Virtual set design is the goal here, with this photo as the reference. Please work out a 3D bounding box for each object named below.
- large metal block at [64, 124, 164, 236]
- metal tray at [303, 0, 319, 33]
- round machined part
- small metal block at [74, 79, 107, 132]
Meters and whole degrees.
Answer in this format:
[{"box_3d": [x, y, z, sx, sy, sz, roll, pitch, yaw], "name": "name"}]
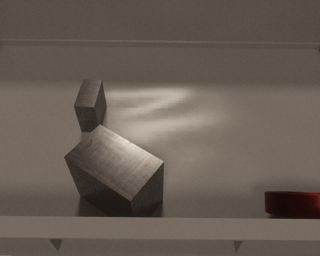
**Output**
[{"box_3d": [-0.044, 0.055, 0.323, 0.080, 0.080, 0.050, 28, 56, 21], "name": "large metal block"}, {"box_3d": [0.350, -0.198, 0.575, 0.130, 0.030, 0.090, 30, 56, 22], "name": "metal tray"}, {"box_3d": [0.153, 0.084, 0.298, 0.099, 0.098, 0.042, 2, 80, 1], "name": "round machined part"}, {"box_3d": [-0.091, -0.029, 0.412, 0.025, 0.050, 0.050, 3, 50, 2], "name": "small metal block"}]
